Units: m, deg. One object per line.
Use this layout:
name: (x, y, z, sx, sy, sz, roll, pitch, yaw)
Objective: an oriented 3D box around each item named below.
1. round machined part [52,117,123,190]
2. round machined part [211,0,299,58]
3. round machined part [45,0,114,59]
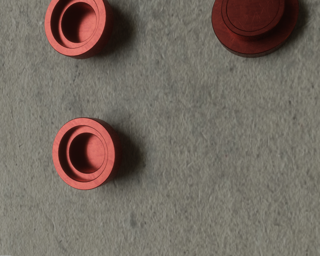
round machined part: (-0.096, 0.034, 0.433, 0.098, 0.042, 0.097, 0, 90, 19)
round machined part: (0.109, -0.135, 0.361, 0.098, 0.042, 0.097, 0, 90, 19)
round machined part: (-0.109, -0.146, 0.437, 0.098, 0.042, 0.097, 0, 90, 19)
